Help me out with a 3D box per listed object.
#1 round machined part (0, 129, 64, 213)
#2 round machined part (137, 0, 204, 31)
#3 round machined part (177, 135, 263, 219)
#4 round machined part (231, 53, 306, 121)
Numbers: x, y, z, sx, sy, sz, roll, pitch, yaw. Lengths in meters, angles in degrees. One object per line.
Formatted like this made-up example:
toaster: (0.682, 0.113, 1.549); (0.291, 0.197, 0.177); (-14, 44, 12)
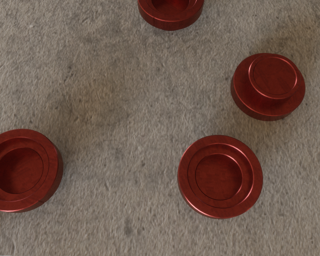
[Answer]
round machined part: (-0.167, 0.053, 0.378); (0.099, 0.042, 0.098); (0, 70, -1)
round machined part: (0.016, -0.187, 0.468); (0.099, 0.042, 0.098); (0, 70, -1)
round machined part: (0.070, 0.061, 0.378); (0.099, 0.042, 0.098); (0, 70, -1)
round machined part: (0.150, -0.062, 0.424); (0.099, 0.042, 0.098); (0, 70, -1)
